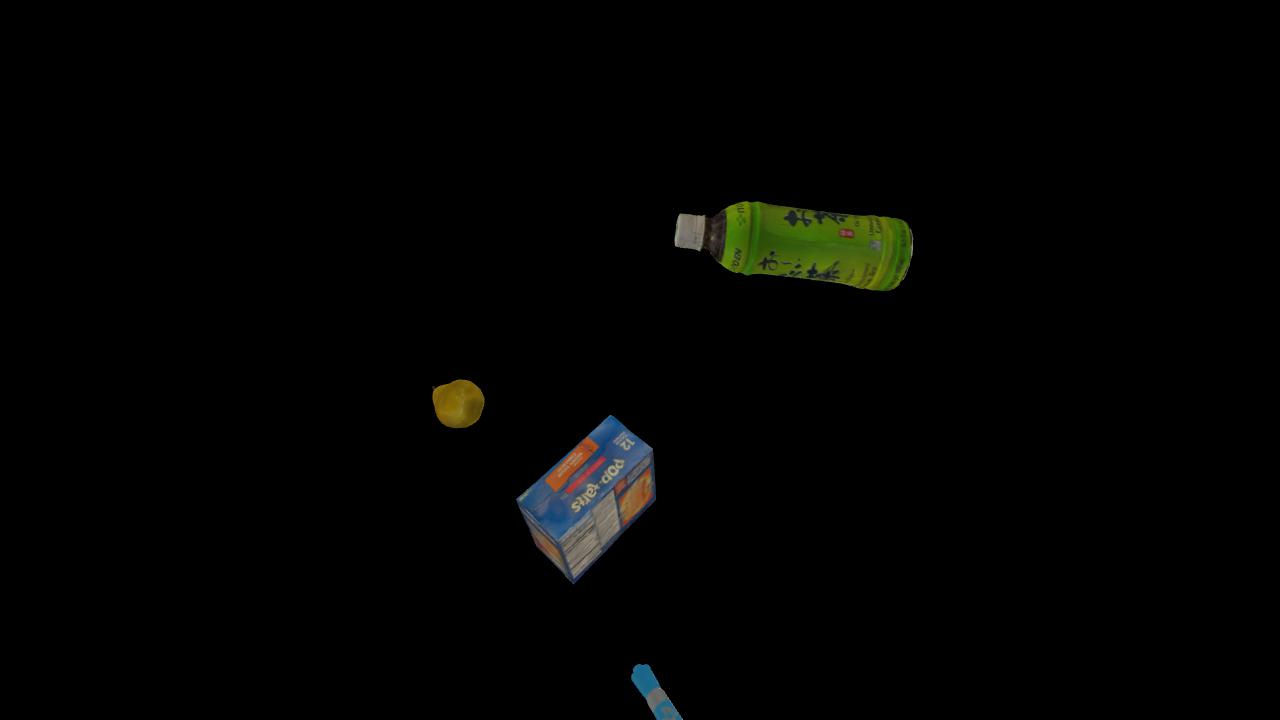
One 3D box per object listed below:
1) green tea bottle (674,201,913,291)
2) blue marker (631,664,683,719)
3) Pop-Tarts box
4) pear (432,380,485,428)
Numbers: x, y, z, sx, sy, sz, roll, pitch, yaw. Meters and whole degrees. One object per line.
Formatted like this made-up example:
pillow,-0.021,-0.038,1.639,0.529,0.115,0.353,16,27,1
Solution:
green tea bottle,0.138,-0.109,0.575,0.212,0.073,0.073,5,0,-1
blue marker,0.028,0.292,0.488,0.020,0.020,0.121,0,24,-33
Pop-Tarts box,-0.064,0.183,0.810,0.083,0.141,0.167,34,60,27
pear,-0.311,0.068,1.004,0.111,0.080,0.080,8,4,29
